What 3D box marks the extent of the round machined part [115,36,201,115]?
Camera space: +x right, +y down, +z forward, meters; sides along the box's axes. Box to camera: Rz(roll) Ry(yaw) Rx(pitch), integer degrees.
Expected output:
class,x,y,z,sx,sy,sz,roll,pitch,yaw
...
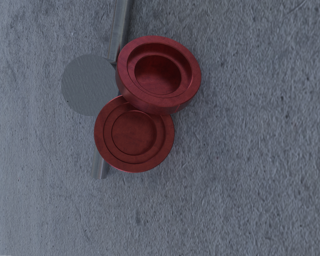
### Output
class,x,y,z,sx,sy,sz,roll,pitch,yaw
round machined part,-0.004,-0.058,0.369,0.098,0.099,0.042,66,158,18

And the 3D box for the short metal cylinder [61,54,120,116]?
class,x,y,z,sx,sy,sz,roll,pitch,yaw
short metal cylinder,-0.086,-0.058,0.426,0.080,0.050,0.079,1,96,12

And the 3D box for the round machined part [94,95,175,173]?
class,x,y,z,sx,sy,sz,roll,pitch,yaw
round machined part,-0.034,0.007,0.396,0.042,0.099,0.097,162,105,-79

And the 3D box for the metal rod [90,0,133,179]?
class,x,y,z,sx,sy,sz,roll,pitch,yaw
metal rod,-0.071,-0.070,0.460,0.025,0.025,0.298,16,100,38
